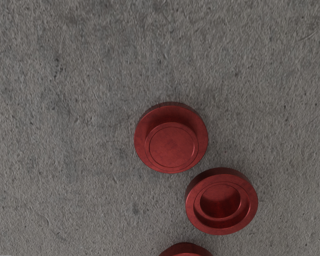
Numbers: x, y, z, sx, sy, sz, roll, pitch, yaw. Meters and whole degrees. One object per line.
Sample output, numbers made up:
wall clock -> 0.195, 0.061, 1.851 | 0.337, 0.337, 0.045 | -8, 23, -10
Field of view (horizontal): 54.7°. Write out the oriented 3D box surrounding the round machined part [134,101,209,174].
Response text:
round machined part -> 0.015, 0.018, 0.407 | 0.099, 0.042, 0.097 | 0, 110, 0

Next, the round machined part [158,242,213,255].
round machined part -> 0.039, 0.219, 0.482 | 0.099, 0.042, 0.097 | 0, 110, 0

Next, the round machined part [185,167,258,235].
round machined part -> 0.084, 0.098, 0.438 | 0.099, 0.042, 0.097 | 0, 110, 0
